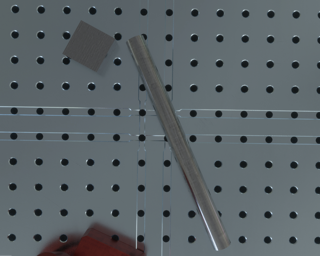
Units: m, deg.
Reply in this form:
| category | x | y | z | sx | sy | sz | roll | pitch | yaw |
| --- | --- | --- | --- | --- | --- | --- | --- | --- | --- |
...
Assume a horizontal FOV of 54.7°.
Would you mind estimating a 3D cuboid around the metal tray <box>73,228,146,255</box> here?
| category | x | y | z | sx | sy | sz | roll | pitch | yaw |
| --- | --- | --- | --- | --- | --- | --- | --- | --- | --- |
| metal tray | -0.085 | 0.213 | 0.410 | 0.090 | 0.030 | 0.129 | 25 | 90 | -1 |

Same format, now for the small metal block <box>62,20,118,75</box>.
| category | x | y | z | sx | sy | sz | roll | pitch | yaw |
| --- | --- | --- | --- | --- | --- | --- | --- | --- | --- |
| small metal block | -0.092 | -0.106 | 0.412 | 0.050 | 0.025 | 0.050 | 29 | 90 | -1 |

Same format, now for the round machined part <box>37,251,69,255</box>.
| category | x | y | z | sx | sy | sz | roll | pitch | yaw |
| --- | --- | --- | --- | --- | --- | --- | --- | --- | --- |
| round machined part | -0.145 | 0.203 | 0.377 | 0.098 | 0.042 | 0.098 | -14 | 65 | 33 |

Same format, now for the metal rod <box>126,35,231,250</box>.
| category | x | y | z | sx | sy | sz | roll | pitch | yaw |
| --- | --- | --- | --- | --- | --- | --- | --- | --- | --- |
| metal rod | 0.025 | 0.019 | 0.413 | 0.025 | 0.025 | 0.299 | -23 | 90 | 0 |
